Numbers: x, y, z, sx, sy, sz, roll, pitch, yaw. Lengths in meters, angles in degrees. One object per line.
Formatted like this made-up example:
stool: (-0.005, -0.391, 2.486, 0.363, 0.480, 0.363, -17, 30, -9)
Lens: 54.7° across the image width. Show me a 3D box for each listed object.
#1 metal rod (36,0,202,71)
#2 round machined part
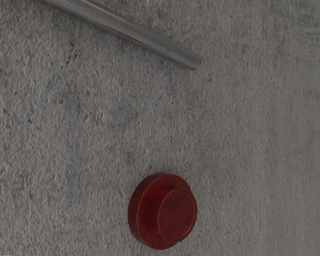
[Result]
metal rod: (-0.062, -0.124, 0.351, 0.302, 0.025, 0.025, 15, 81, -39)
round machined part: (0.010, 0.109, 0.403, 0.099, 0.042, 0.097, 0, 90, -40)
